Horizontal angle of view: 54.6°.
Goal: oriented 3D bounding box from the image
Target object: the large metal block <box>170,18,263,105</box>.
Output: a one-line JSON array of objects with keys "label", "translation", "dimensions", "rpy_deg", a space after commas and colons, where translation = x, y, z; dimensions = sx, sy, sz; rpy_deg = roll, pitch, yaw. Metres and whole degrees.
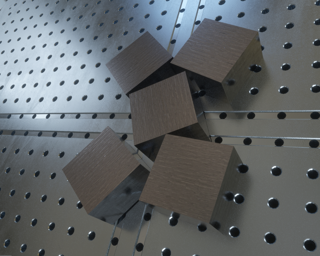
[{"label": "large metal block", "translation": [0.075, -0.089, 0.407], "dimensions": [0.080, 0.050, 0.080], "rpy_deg": [30, 78, 35]}]

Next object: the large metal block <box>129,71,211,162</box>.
[{"label": "large metal block", "translation": [0.011, -0.014, 0.395], "dimensions": [0.080, 0.050, 0.080], "rpy_deg": [-20, 54, 16]}]

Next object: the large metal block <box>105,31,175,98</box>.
[{"label": "large metal block", "translation": [-0.022, -0.083, 0.455], "dimensions": [0.080, 0.050, 0.080], "rpy_deg": [-38, 50, 3]}]

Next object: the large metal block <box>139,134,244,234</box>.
[{"label": "large metal block", "translation": [0.036, 0.059, 0.338], "dimensions": [0.080, 0.050, 0.080], "rpy_deg": [10, 66, 32]}]

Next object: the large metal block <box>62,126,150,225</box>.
[{"label": "large metal block", "translation": [-0.063, 0.058, 0.388], "dimensions": [0.080, 0.050, 0.080], "rpy_deg": [-44, 51, -3]}]
